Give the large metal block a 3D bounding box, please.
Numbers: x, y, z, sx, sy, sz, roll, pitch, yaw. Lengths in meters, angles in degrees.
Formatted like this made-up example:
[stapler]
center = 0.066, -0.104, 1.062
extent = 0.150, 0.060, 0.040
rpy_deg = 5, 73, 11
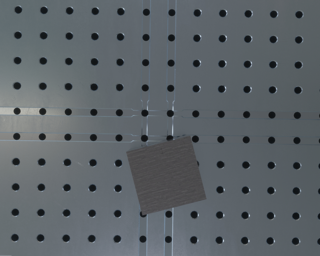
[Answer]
[large metal block]
center = 0.008, 0.058, 0.401
extent = 0.080, 0.050, 0.080
rpy_deg = -14, 90, 0
